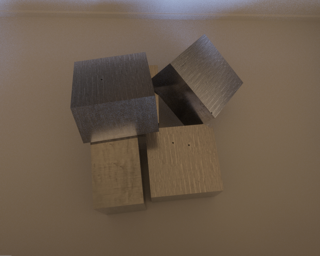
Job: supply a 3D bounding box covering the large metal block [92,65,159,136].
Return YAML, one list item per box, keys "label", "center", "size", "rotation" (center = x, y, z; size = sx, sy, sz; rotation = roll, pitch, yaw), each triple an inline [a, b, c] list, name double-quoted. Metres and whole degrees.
- label: "large metal block"
  center: [-0.042, -0.034, 0.407]
  size: [0.081, 0.050, 0.080]
  rotation: [-1, 70, -1]

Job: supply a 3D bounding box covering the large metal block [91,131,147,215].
- label: "large metal block"
  center: [-0.046, 0.054, 0.359]
  size: [0.050, 0.080, 0.080]
  rotation: [-6, 70, -3]

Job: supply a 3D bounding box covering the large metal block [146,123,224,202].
- label: "large metal block"
  center: [0.026, 0.044, 0.377]
  size: [0.081, 0.050, 0.080]
  rotation: [-5, 70, -2]

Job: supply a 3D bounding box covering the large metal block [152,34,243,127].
- label: "large metal block"
  center: [0.046, -0.057, 0.389]
  size: [0.080, 0.050, 0.080]
  rotation: [50, 54, -8]

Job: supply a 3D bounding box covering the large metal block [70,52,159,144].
- label: "large metal block"
  center: [-0.048, -0.035, 0.338]
  size: [0.081, 0.050, 0.080]
  rotation: [-9, 45, -3]
